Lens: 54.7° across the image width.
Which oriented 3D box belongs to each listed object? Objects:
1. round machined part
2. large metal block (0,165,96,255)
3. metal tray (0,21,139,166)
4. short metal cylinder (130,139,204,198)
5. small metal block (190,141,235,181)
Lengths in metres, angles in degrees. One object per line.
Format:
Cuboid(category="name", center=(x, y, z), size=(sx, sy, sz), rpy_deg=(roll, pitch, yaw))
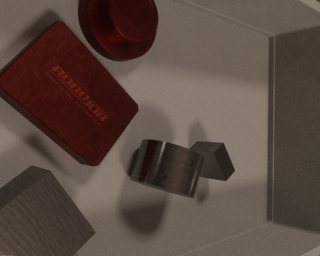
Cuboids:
Cuboid(category="round machined part", center=(-0.041, -0.130, 0.363), size=(0.099, 0.042, 0.097), rpy_deg=(0, 90, -40))
Cuboid(category="large metal block", center=(-0.122, 0.093, 0.289), size=(0.080, 0.050, 0.080), rpy_deg=(-42, 116, -32))
Cuboid(category="metal tray", center=(-0.092, -0.032, 0.327), size=(0.130, 0.030, 0.090), rpy_deg=(48, 61, -29))
Cuboid(category="short metal cylinder", center=(0.009, 0.051, 0.381), size=(0.080, 0.080, 0.050), rpy_deg=(27, 73, -37))
Cuboid(category="small metal block", center=(0.076, 0.048, 0.456), size=(0.025, 0.050, 0.050), rpy_deg=(-40, 115, -33))
